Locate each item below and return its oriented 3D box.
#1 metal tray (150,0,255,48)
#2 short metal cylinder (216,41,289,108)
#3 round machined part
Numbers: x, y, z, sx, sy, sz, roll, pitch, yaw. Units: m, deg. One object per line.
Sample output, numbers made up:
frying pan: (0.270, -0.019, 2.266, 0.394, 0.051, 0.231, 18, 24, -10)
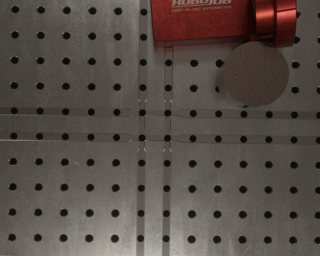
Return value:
metal tray: (0.054, -0.159, 0.412, 0.131, 0.030, 0.089, -4, 90, -1)
short metal cylinder: (0.117, -0.066, 0.402, 0.081, 0.050, 0.079, 0, 90, -1)
round machined part: (0.137, -0.147, 0.381, 0.042, 0.098, 0.097, -4, 90, 16)
